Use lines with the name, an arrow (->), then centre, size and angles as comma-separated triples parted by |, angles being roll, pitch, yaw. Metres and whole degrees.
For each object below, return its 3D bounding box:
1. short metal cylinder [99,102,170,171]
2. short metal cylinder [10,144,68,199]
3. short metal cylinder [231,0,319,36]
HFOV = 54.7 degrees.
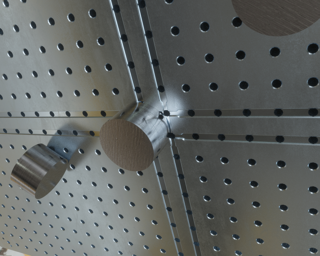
short metal cylinder -> -0.034, 0.012, 0.420 | 0.080, 0.050, 0.079 | 13, 124, 21
short metal cylinder -> -0.204, 0.073, 0.529 | 0.050, 0.080, 0.079 | 32, 129, 8
short metal cylinder -> 0.106, -0.124, 0.263 | 0.080, 0.050, 0.079 | 13, 124, 21
